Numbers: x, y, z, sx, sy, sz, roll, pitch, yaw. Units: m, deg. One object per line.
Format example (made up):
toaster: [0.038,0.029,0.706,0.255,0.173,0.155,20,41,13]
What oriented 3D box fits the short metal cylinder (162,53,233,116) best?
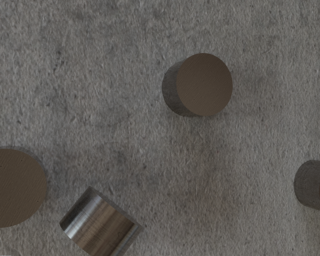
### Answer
short metal cylinder: [0.049,-0.055,0.415,0.081,0.050,0.079,0,90,-21]

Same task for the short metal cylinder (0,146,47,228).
short metal cylinder: [-0.166,0.060,0.335,0.081,0.050,0.079,0,90,-20]

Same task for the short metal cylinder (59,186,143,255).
short metal cylinder: [-0.066,0.111,0.356,0.080,0.080,0.050,42,77,-16]

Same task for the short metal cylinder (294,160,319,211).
short metal cylinder: [0.265,0.093,0.496,0.081,0.050,0.079,0,90,-21]
